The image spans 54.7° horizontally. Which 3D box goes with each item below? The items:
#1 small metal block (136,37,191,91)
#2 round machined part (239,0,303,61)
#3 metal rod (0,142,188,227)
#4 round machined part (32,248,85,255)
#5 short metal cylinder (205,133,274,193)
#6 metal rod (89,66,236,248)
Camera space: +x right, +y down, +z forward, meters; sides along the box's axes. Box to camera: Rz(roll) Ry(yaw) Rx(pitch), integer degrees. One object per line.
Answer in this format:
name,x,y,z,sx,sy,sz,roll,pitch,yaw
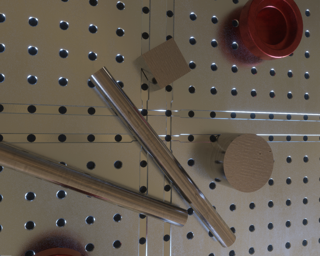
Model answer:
small metal block,0.005,-0.084,0.414,0.050,0.025,0.050,-34,101,-17
round machined part,0.160,-0.149,0.462,0.099,0.042,0.097,0,90,-20
metal rod,-0.099,0.065,0.376,0.302,0.025,0.025,24,82,-19
round machined part,-0.123,0.187,0.358,0.099,0.042,0.097,0,90,-20
short metal cylinder,0.112,0.047,0.440,0.081,0.050,0.080,0,90,-20
metal rod,0.010,0.047,0.416,0.025,0.025,0.300,-41,103,-15
